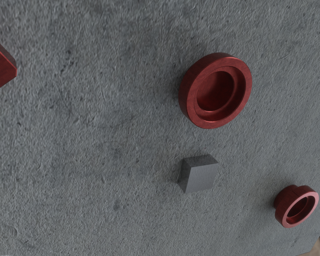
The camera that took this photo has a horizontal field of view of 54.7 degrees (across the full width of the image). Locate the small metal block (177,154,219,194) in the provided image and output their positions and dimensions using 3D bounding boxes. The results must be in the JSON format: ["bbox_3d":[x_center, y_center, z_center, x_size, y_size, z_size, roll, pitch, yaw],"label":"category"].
[{"bbox_3d":[0.059,0.072,0.486,0.050,0.025,0.050,-5,121,-26],"label":"small metal block"}]

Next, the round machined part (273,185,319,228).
[{"bbox_3d":[0.280,0.159,0.651,0.099,0.042,0.097,-14,125,-21],"label":"round machined part"}]

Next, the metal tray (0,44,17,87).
[{"bbox_3d":[-0.198,-0.072,0.251,0.090,0.030,0.130,-37,130,-4],"label":"metal tray"}]

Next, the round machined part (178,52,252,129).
[{"bbox_3d":[0.067,-0.051,0.403,0.099,0.042,0.097,-14,125,-21],"label":"round machined part"}]
